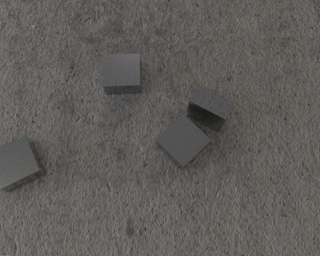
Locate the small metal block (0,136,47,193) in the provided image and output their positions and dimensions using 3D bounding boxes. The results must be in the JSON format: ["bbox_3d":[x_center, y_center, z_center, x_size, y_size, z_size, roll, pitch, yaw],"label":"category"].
[{"bbox_3d":[-0.180,0.046,0.390,0.050,0.025,0.050,-27,72,-10],"label":"small metal block"}]

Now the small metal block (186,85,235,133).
[{"bbox_3d":[0.064,-0.024,0.404,0.050,0.050,0.025,28,73,10],"label":"small metal block"}]

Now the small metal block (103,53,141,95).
[{"bbox_3d":[-0.053,-0.076,0.435,0.050,0.025,0.050,-2,70,-1],"label":"small metal block"}]

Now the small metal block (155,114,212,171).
[{"bbox_3d":[0.029,0.019,0.401,0.050,0.025,0.050,-42,76,-14],"label":"small metal block"}]
